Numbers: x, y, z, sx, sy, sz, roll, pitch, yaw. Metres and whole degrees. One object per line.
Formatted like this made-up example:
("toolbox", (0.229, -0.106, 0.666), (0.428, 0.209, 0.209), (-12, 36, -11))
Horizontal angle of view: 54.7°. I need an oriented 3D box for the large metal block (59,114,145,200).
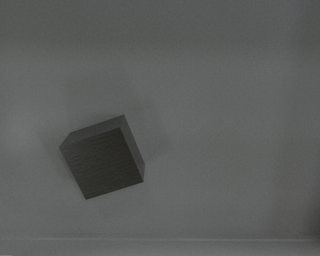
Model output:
("large metal block", (-0.073, 0.038, 0.411), (0.080, 0.050, 0.080), (-18, 109, 6))
